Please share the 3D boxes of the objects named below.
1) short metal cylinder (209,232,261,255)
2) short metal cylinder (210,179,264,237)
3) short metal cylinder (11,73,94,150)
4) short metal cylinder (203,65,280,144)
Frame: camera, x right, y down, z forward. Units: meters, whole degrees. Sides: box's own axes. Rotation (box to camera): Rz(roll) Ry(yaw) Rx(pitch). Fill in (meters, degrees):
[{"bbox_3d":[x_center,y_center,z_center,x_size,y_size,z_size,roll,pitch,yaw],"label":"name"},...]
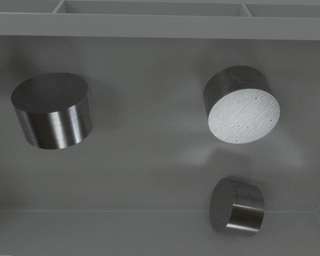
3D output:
[{"bbox_3d":[0.137,0.231,0.575,0.050,0.080,0.080,31,123,-24],"label":"short metal cylinder"},{"bbox_3d":[0.117,0.124,0.481,0.050,0.080,0.079,14,129,-12],"label":"short metal cylinder"},{"bbox_3d":[-0.120,-0.021,0.353,0.081,0.080,0.050,0,130,-1],"label":"short metal cylinder"},{"bbox_3d":[0.095,-0.027,0.371,0.081,0.050,0.079,0,130,0],"label":"short metal cylinder"}]
